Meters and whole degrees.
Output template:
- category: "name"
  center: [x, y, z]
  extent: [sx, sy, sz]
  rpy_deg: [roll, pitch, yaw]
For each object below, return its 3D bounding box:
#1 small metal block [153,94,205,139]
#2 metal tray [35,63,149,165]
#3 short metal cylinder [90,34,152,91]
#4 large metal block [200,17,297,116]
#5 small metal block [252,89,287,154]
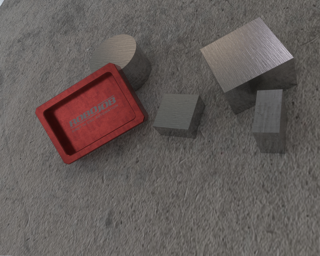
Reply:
- category: "small metal block"
  center: [0.025, -0.016, 0.401]
  extent: [0.050, 0.025, 0.050]
  rpy_deg: [6, 64, 30]
- category: "metal tray"
  center: [-0.094, -0.019, 0.429]
  extent: [0.130, 0.030, 0.090]
  rpy_deg: [-30, 90, 9]
- category: "short metal cylinder"
  center: [-0.060, -0.097, 0.479]
  extent: [0.080, 0.050, 0.080]
  rpy_deg: [-13, 56, 21]
- category: "large metal block"
  center: [0.106, -0.075, 0.378]
  extent: [0.080, 0.050, 0.080]
  rpy_deg: [-27, 52, 11]
- category: "small metal block"
  center: [0.118, -0.006, 0.329]
  extent: [0.025, 0.050, 0.050]
  rpy_deg: [0, 62, 28]
